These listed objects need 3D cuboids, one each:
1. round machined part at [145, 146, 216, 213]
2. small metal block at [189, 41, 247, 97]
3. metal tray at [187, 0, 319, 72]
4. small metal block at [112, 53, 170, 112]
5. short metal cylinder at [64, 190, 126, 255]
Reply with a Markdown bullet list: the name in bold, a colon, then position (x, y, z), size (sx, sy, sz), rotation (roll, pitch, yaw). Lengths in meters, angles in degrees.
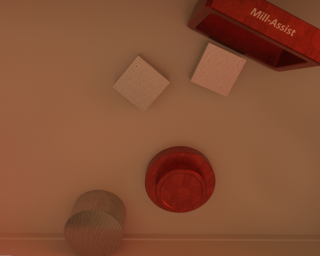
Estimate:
- **round machined part**: position (0.028, 0.078, 0.432), size (0.099, 0.042, 0.097), rotation (0, 110, -1)
- **small metal block**: position (0.070, -0.073, 0.385), size (0.050, 0.025, 0.050), rotation (22, 108, -9)
- **metal tray**: position (0.102, -0.105, 0.336), size (0.131, 0.090, 0.030), rotation (23, 93, -9)
- **small metal block**: position (-0.023, -0.057, 0.390), size (0.050, 0.025, 0.050), rotation (39, 105, -14)
- **short metal cylinder**: position (-0.091, 0.137, 0.447), size (0.081, 0.050, 0.079), rotation (0, 110, -1)
